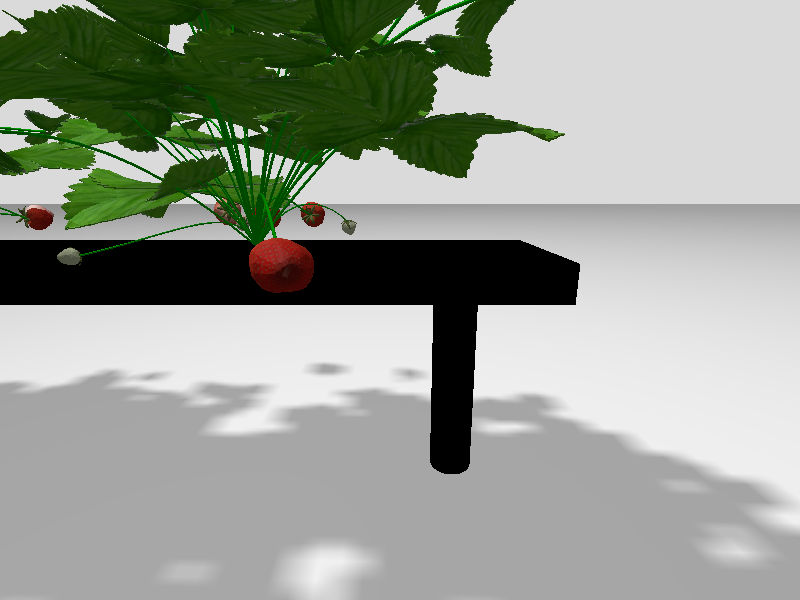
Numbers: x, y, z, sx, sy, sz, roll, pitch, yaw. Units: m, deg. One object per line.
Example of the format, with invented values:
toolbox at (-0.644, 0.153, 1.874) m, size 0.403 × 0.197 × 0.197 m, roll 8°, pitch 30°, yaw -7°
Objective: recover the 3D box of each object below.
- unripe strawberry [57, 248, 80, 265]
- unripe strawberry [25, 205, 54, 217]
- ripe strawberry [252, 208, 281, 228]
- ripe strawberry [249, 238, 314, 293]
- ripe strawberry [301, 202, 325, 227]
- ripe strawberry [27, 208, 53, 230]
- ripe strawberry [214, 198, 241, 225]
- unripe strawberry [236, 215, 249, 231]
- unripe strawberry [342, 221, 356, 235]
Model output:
unripe strawberry at (-0.215, -0.028, 0.259) m, size 0.011 × 0.011 × 0.011 m, roll 14°, pitch 21°, yaw 42°
unripe strawberry at (-0.507, -0.119, 0.562) m, size 0.033 × 0.028 × 0.033 m, roll 4°, pitch 15°, yaw 16°
ripe strawberry at (-0.171, -0.108, 0.514) m, size 0.037 × 0.032 × 0.037 m, roll -4°, pitch 15°, yaw -14°
ripe strawberry at (-0.052, -0.015, 0.180) m, size 0.029 × 0.025 × 0.029 m, roll -6°, pitch 17°, yaw -22°
ripe strawberry at (-0.124, -0.123, 0.574) m, size 0.034 × 0.035 × 0.036 m, roll 0°, pitch 14°, yaw 0°
ripe strawberry at (-0.456, -0.103, 0.507) m, size 0.024 × 0.027 × 0.026 m, roll 10°, pitch 18°, yaw 34°
ripe strawberry at (-0.254, -0.129, 0.592) m, size 0.037 × 0.039 × 0.041 m, roll -7°, pitch 5°, yaw -26°
unripe strawberry at (-0.195, -0.096, 0.497) m, size 0.016 × 0.019 × 0.018 m, roll -7°, pitch 16°, yaw -24°
unripe strawberry at (-0.058, -0.082, 0.456) m, size 0.016 × 0.016 × 0.014 m, roll 9°, pitch 45°, yaw 30°
